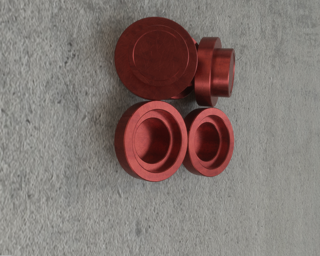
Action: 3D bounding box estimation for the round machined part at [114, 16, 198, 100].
[{"bbox_3d":[-0.004,-0.081,0.363,0.099,0.042,0.097,0,93,-7],"label":"round machined part"}]

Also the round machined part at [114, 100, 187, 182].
[{"bbox_3d":[-0.015,0.015,0.384,0.099,0.042,0.097,0,90,-40],"label":"round machined part"}]

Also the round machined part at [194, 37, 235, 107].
[{"bbox_3d":[0.081,-0.078,0.437,0.098,0.042,0.097,5,91,-71],"label":"round machined part"}]

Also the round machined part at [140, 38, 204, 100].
[{"bbox_3d":[0.020,-0.087,0.413,0.099,0.042,0.097,0,90,-40],"label":"round machined part"}]

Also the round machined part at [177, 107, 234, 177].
[{"bbox_3d":[0.060,0.020,0.448,0.099,0.042,0.097,0,90,-40],"label":"round machined part"}]
